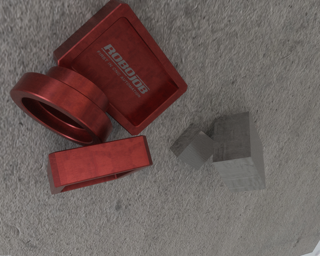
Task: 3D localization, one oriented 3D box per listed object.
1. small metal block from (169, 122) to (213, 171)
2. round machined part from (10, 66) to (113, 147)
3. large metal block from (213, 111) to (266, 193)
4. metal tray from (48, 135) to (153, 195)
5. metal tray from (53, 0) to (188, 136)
[{"bbox_3d":[0.051,0.028,0.452,0.050,0.025,0.050,-49,129,6],"label":"small metal block"},{"bbox_3d":[-0.090,-0.023,0.306,0.098,0.098,0.042,47,61,-40],"label":"round machined part"},{"bbox_3d":[0.115,0.036,0.447,0.050,0.080,0.080,-12,135,25],"label":"large metal block"},{"bbox_3d":[-0.072,0.043,0.336,0.091,0.130,0.030,-11,80,-23],"label":"metal tray"},{"bbox_3d":[-0.038,-0.061,0.344,0.090,0.030,0.130,-43,130,1],"label":"metal tray"}]
